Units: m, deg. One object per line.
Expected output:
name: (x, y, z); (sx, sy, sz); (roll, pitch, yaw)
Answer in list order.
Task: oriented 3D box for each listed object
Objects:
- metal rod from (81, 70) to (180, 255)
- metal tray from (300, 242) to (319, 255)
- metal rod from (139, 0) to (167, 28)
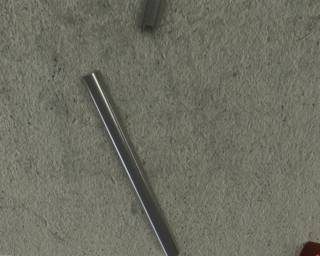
metal rod: (-0.034, 0.063, 0.432); (0.025, 0.025, 0.299); (-20, 109, 7)
metal tray: (0.262, 0.253, 0.504); (0.091, 0.030, 0.129); (13, 110, -6)
metal rod: (0.026, -0.256, 0.315); (0.025, 0.025, 0.298); (14, 109, -6)
